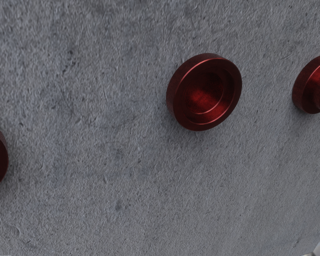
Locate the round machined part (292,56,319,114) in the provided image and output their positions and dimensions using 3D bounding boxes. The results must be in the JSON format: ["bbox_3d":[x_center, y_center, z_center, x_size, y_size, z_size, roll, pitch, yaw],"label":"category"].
[{"bbox_3d":[0.268,-0.065,0.501,0.099,0.042,0.097,-14,124,-21],"label":"round machined part"}]

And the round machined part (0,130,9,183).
[{"bbox_3d":[-0.202,0.024,0.300,0.099,0.042,0.097,-14,124,-21],"label":"round machined part"}]

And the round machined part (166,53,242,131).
[{"bbox_3d":[0.052,-0.048,0.394,0.099,0.042,0.097,-14,124,-21],"label":"round machined part"}]
